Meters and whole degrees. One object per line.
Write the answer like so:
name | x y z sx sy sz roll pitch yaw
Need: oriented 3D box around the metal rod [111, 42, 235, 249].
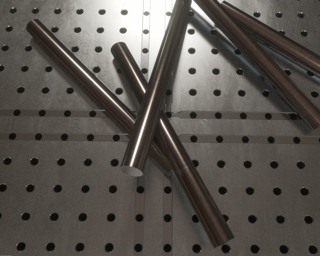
metal rod | 0.004 0.002 0.390 0.025 0.025 0.299 -24 64 -9

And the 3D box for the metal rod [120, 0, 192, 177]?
metal rod | 0.004 -0.077 0.407 0.025 0.025 0.300 13 58 4

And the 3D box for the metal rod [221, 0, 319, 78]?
metal rod | 0.213 -0.101 0.451 0.300 0.025 0.025 35 74 11

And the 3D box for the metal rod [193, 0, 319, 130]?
metal rod | 0.125 -0.120 0.446 0.025 0.025 0.300 -36 78 -12

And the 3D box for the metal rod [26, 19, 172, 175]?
metal rod | -0.085 -0.051 0.429 0.025 0.025 0.300 -42 76 -14
